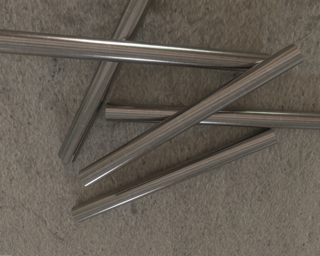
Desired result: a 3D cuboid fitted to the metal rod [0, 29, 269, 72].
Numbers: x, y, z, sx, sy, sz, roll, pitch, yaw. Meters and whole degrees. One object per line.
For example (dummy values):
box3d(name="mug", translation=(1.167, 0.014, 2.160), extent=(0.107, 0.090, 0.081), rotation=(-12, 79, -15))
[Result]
box3d(name="metal rod", translation=(-0.019, -0.086, 0.354), extent=(0.302, 0.025, 0.025), rotation=(2, 110, -11))

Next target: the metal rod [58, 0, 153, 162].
box3d(name="metal rod", translation=(-0.057, -0.085, 0.377), extent=(0.025, 0.025, 0.298), rotation=(26, 108, -10))

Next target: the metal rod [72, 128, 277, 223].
box3d(name="metal rod", translation=(0.014, 0.068, 0.435), extent=(0.301, 0.025, 0.025), rotation=(-23, 109, 8))

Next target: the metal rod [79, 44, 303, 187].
box3d(name="metal rod", translation=(0.029, -0.010, 0.378), extent=(0.300, 0.025, 0.025), rotation=(-31, 108, 10))

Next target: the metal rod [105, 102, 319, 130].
box3d(name="metal rod", translation=(0.082, -0.015, 0.405), extent=(0.302, 0.025, 0.025), rotation=(2, 110, -2))
